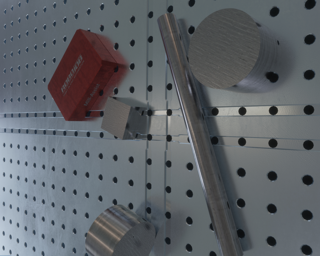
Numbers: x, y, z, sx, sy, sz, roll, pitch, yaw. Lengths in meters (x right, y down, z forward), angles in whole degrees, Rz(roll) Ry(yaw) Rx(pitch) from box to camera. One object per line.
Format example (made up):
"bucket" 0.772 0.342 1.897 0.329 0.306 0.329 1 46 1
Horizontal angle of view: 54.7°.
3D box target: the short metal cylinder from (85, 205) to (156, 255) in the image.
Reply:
"short metal cylinder" -0.052 0.151 0.416 0.050 0.081 0.079 22 104 38

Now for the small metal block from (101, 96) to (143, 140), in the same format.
"small metal block" -0.057 -0.015 0.456 0.050 0.025 0.050 25 106 37

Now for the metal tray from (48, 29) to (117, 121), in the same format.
"metal tray" -0.134 -0.085 0.517 0.129 0.030 0.090 -51 60 28

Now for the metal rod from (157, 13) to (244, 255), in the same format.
"metal rod" 0.044 0.000 0.372 0.025 0.025 0.299 -23 76 37

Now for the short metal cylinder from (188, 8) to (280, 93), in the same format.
"short metal cylinder" 0.078 -0.079 0.329 0.080 0.050 0.079 0 90 40
